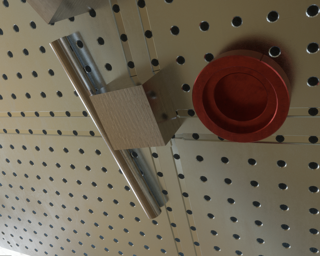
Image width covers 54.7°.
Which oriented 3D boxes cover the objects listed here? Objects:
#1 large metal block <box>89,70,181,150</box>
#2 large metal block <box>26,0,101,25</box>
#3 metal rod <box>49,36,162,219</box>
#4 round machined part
[{"bbox_3d":[-0.030,-0.021,0.398,0.080,0.050,0.080,-7,115,31],"label":"large metal block"},{"bbox_3d":[-0.090,-0.163,0.323,0.050,0.080,0.080,49,129,-6],"label":"large metal block"},{"bbox_3d":[-0.072,0.011,0.455,0.025,0.025,0.299,-14,111,34],"label":"metal rod"},{"bbox_3d":[0.088,-0.036,0.331,0.098,0.042,0.097,13,124,21],"label":"round machined part"}]
